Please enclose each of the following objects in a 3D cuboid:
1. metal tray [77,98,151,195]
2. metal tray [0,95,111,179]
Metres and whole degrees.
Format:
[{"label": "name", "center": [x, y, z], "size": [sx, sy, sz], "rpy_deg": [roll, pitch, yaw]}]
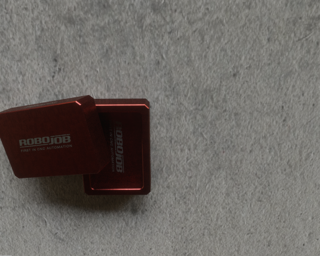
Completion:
[{"label": "metal tray", "center": [-0.059, 0.027, 0.416], "size": [0.091, 0.030, 0.129], "rpy_deg": [0, 110, -1]}, {"label": "metal tray", "center": [-0.135, 0.014, 0.387], "size": [0.130, 0.030, 0.089], "rpy_deg": [-7, 107, 20]}]
